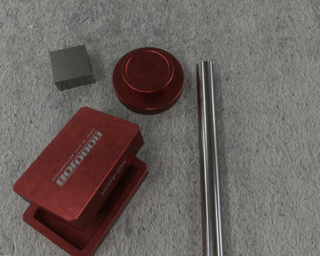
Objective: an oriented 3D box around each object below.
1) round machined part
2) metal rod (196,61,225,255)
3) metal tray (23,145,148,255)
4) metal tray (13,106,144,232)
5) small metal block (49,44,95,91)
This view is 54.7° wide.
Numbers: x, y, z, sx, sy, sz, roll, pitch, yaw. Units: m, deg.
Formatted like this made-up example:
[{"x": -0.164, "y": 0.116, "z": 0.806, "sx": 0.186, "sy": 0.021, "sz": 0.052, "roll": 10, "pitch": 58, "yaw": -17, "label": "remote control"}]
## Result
[{"x": -0.016, "y": -0.071, "z": 0.425, "sx": 0.099, "sy": 0.042, "sz": 0.098, "roll": 0, "pitch": 70, "yaw": -1, "label": "round machined part"}, {"x": 0.063, "y": 0.052, "z": 0.389, "sx": 0.025, "sy": 0.025, "sz": 0.299, "roll": 1, "pitch": 70, "yaw": 0, "label": "metal rod"}, {"x": -0.085, "y": 0.079, "z": 0.375, "sx": 0.090, "sy": 0.030, "sz": 0.130, "roll": 31, "pitch": 73, "yaw": 10, "label": "metal tray"}, {"x": -0.090, "y": 0.040, "z": 0.360, "sx": 0.090, "sy": 0.030, "sz": 0.130, "roll": 19, "pitch": 58, "yaw": 23, "label": "metal tray"}, {"x": -0.124, "y": -0.085, "z": 0.438, "sx": 0.050, "sy": 0.025, "sz": 0.050, "roll": -14, "pitch": 71, "yaw": -6, "label": "small metal block"}]
